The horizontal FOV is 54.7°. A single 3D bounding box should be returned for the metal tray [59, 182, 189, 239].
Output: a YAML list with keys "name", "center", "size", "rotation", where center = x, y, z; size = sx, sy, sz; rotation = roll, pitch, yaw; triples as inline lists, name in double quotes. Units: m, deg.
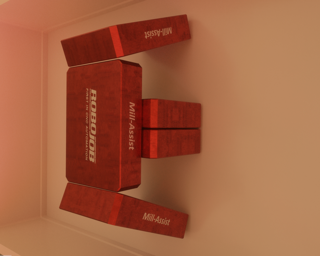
- name: "metal tray"
  center: [-0.038, 0.099, 0.366]
  size: [0.090, 0.130, 0.030]
  rotation: [1, 69, 39]

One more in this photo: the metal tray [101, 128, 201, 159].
- name: "metal tray"
  center: [-0.027, 0.015, 0.386]
  size: [0.130, 0.091, 0.030]
  rotation: [1, 91, 40]

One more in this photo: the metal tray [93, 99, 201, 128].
- name: "metal tray"
  center: [-0.027, -0.016, 0.385]
  size: [0.130, 0.091, 0.030]
  rotation: [1, 91, 40]

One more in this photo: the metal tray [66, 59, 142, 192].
- name: "metal tray"
  center: [-0.063, -0.003, 0.336]
  size: [0.090, 0.030, 0.129]
  rotation: [1, 91, 39]

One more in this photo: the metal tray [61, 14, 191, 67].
- name: "metal tray"
  center: [-0.036, -0.104, 0.365]
  size: [0.090, 0.131, 0.030]
  rotation: [1, 111, 40]
